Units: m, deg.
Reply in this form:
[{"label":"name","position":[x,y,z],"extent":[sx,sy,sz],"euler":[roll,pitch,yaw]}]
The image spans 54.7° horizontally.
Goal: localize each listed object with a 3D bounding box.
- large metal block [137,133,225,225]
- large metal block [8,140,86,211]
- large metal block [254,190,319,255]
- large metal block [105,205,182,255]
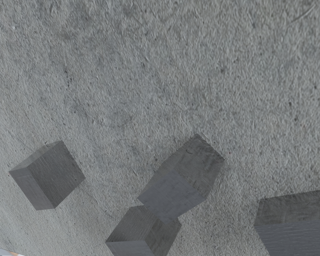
[{"label":"large metal block","position":[0.028,0.065,0.397],"extent":[0.050,0.080,0.080],"euler":[44,129,-2]},{"label":"large metal block","position":[-0.185,0.078,0.518],"extent":[0.050,0.080,0.080],"euler":[-15,111,34]},{"label":"large metal block","position":[0.174,0.128,0.378],"extent":[0.080,0.050,0.080],"euler":[-20,108,35]},{"label":"large metal block","position":[-0.024,0.166,0.487],"extent":[0.080,0.080,0.050],"euler":[-18,109,35]}]
